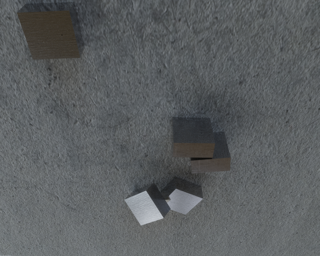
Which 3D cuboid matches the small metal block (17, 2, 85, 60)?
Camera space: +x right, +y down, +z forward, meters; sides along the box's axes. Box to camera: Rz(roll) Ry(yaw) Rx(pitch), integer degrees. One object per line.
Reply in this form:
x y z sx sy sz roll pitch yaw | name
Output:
-0.110 -0.100 0.321 0.050 0.025 0.050 -2 130 1 | small metal block

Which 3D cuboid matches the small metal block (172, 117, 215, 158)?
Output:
0.041 0.012 0.401 0.050 0.050 0.025 1 130 -1 | small metal block

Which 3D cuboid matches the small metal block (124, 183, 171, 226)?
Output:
-0.020 0.121 0.490 0.050 0.025 0.050 -29 94 34 | small metal block

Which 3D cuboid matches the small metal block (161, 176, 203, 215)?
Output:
0.033 0.110 0.501 0.050 0.025 0.050 24 126 -19 | small metal block

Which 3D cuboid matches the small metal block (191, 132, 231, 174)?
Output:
0.066 0.033 0.419 0.050 0.050 0.025 -5 130 4 | small metal block
